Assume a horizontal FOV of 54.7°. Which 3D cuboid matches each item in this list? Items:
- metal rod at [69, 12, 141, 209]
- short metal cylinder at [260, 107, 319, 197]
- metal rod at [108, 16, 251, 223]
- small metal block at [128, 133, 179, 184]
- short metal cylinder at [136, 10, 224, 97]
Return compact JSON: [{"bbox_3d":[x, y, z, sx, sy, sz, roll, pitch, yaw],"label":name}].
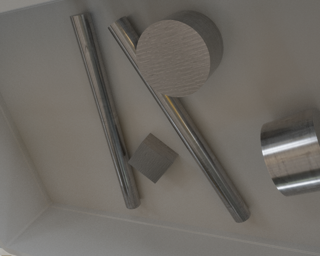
[{"bbox_3d":[-0.070,-0.006,0.439,0.025,0.025,0.298,3,120,26],"label":"metal rod"},{"bbox_3d":[0.144,0.025,0.313,0.050,0.080,0.080,-22,107,36],"label":"short metal cylinder"},{"bbox_3d":[0.031,-0.001,0.390,0.025,0.025,0.299,-24,106,36],"label":"metal rod"},{"bbox_3d":[-0.010,0.043,0.439,0.050,0.025,0.050,38,129,2],"label":"small metal block"},{"bbox_3d":[0.022,-0.079,0.331,0.080,0.050,0.079,13,124,20],"label":"short metal cylinder"}]
